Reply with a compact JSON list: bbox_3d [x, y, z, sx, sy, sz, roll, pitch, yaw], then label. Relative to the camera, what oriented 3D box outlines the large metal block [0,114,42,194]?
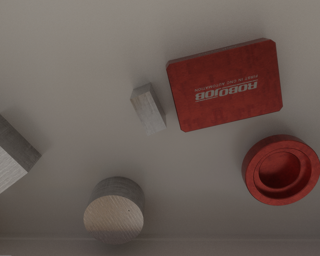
[{"bbox_3d":[-0.223,0.041,0.410,0.080,0.050,0.080,-36,107,12],"label":"large metal block"}]

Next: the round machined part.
[{"bbox_3d":[0.161,0.053,0.424,0.099,0.042,0.097,0,110,-1],"label":"round machined part"}]

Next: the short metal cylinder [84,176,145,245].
[{"bbox_3d":[-0.063,0.116,0.440,0.081,0.050,0.079,0,110,-1],"label":"short metal cylinder"}]

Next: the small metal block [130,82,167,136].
[{"bbox_3d":[-0.014,-0.025,0.389,0.025,0.050,0.050,-23,109,8],"label":"small metal block"}]

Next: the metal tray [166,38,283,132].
[{"bbox_3d":[0.080,-0.053,0.390,0.131,0.030,0.089,-13,110,4],"label":"metal tray"}]
